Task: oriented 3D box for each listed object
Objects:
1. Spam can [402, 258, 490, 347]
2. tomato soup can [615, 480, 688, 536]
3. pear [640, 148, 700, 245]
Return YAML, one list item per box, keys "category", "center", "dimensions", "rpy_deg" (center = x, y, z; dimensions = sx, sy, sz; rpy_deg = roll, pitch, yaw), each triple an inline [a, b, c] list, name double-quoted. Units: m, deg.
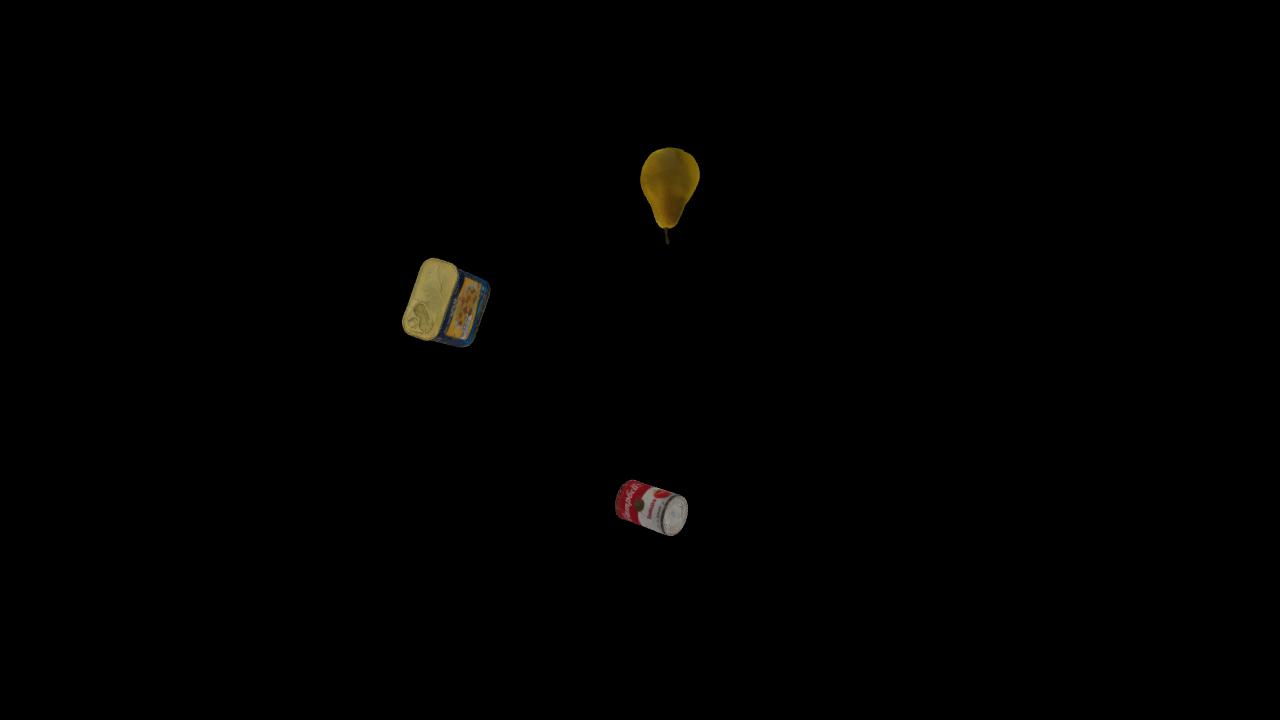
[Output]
- category: "Spam can"
  center: [-0.246, -0.070, 0.793]
  dimensions: [0.058, 0.101, 0.085]
  rpy_deg: [20, 0, 19]
- category: "tomato soup can"
  center: [0.019, 0.239, 0.996]
  dimensions: [0.101, 0.068, 0.068]
  rpy_deg: [9, 6, 39]
- category: "pear"
  center: [0.034, -0.203, 0.763]
  dimensions: [0.080, 0.111, 0.080]
  rpy_deg: [6, -12, 1]
